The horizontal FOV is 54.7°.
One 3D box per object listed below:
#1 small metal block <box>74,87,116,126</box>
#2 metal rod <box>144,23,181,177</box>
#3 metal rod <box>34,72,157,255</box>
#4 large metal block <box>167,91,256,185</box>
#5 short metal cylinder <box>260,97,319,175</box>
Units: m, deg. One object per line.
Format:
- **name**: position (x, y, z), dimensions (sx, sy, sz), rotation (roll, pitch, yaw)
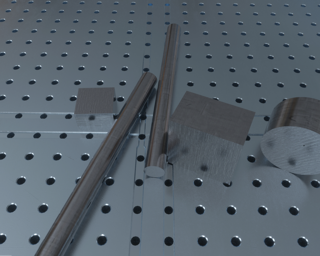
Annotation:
- **small metal block**: position (-0.089, -0.030, 0.432), dimensions (0.050, 0.025, 0.050), rotation (-2, 50, -2)
- **metal rod**: position (0.009, -0.063, 0.460), dimensions (0.025, 0.025, 0.300), rotation (5, 50, 4)
- **metal rod**: position (-0.066, 0.033, 0.378), dimensions (0.025, 0.025, 0.301), rotation (15, 51, 12)
- **large metal block**: position (0.057, 0.013, 0.362), dimensions (0.080, 0.080, 0.050), rotation (20, 53, 15)
- **short metal cylinder**: position (0.166, 0.010, 0.366), dimensions (0.080, 0.080, 0.050), rotation (22, 53, 17)
